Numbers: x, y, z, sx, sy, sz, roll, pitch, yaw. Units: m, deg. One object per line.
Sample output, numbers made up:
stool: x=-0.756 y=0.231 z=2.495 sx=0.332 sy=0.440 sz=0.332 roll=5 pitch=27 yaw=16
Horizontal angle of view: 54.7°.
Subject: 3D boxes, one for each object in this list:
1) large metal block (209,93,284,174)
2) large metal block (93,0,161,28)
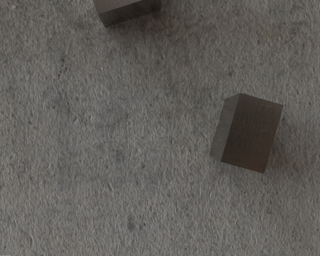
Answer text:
large metal block: x=0.102 y=0.006 z=0.384 sx=0.050 sy=0.080 sz=0.080 roll=16 pitch=90 yaw=0
large metal block: x=-0.049 y=-0.187 z=0.397 sx=0.080 sy=0.050 sz=0.080 roll=-18 pitch=90 yaw=-1
